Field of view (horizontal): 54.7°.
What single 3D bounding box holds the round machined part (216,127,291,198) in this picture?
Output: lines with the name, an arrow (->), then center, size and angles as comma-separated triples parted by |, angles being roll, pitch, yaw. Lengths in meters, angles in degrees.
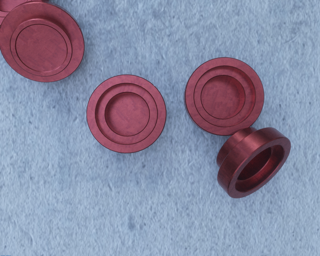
round machined part -> 0.110, 0.038, 0.385 | 0.098, 0.098, 0.042 | -41, 51, 0

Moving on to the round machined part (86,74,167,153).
round machined part -> -0.041, -0.018, 0.401 | 0.099, 0.042, 0.097 | 0, 90, -1

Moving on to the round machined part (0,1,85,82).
round machined part -> -0.142, -0.102, 0.378 | 0.099, 0.042, 0.097 | -7, 120, -13

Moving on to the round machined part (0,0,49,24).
round machined part -> -0.191, -0.174, 0.399 | 0.099, 0.042, 0.097 | 0, 90, -1

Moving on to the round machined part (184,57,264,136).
round machined part -> 0.080, -0.039, 0.403 | 0.099, 0.042, 0.097 | 0, 90, -1
